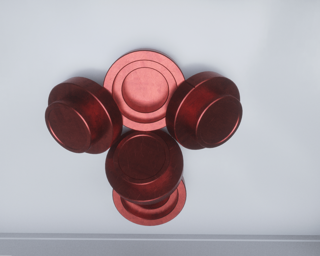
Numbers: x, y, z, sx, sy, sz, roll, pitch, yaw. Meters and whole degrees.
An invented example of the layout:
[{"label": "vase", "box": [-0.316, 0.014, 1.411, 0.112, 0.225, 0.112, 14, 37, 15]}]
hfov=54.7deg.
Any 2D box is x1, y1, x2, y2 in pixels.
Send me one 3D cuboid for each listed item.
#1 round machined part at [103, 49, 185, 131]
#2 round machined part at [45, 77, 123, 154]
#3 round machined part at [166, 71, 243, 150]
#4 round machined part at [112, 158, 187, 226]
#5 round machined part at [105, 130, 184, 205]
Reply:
[{"label": "round machined part", "box": [-0.018, -0.048, 0.381, 0.099, 0.042, 0.097, 0, 110, 0]}, {"label": "round machined part", "box": [-0.098, -0.009, 0.373, 0.098, 0.042, 0.097, 15, 126, 22]}, {"label": "round machined part", "box": [0.059, -0.015, 0.371, 0.099, 0.042, 0.097, -17, 126, -25]}, {"label": "round machined part", "box": [-0.014, 0.083, 0.430, 0.099, 0.042, 0.097, 0, 110, 0]}, {"label": "round machined part", "box": [-0.020, 0.042, 0.385, 0.099, 0.098, 0.042, -6, 154, 2]}]
